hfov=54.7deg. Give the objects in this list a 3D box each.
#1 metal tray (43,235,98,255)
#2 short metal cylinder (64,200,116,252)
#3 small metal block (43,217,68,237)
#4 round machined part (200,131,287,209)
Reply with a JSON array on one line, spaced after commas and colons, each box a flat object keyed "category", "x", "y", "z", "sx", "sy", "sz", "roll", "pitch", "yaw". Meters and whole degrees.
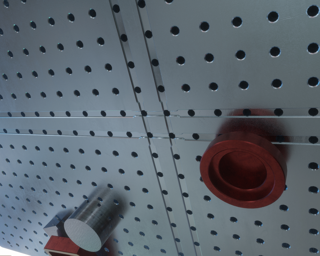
[{"category": "metal tray", "x": -0.173, "y": 0.279, "z": 0.650, "sx": 0.090, "sy": 0.030, "sz": 0.129, "roll": -2, "pitch": 130, "yaw": 23}, {"category": "short metal cylinder", "x": -0.129, "y": 0.181, "z": 0.575, "sx": 0.080, "sy": 0.050, "sz": 0.079, "roll": 13, "pitch": 124, "yaw": 21}, {"category": "small metal block", "x": -0.213, "y": 0.221, "z": 0.661, "sx": 0.050, "sy": 0.025, "sz": 0.050, "roll": -22, "pitch": 107, "yaw": 36}, {"category": "round machined part", "x": 0.102, "y": 0.046, "z": 0.375, "sx": 0.098, "sy": 0.042, "sz": 0.097, "roll": 13, "pitch": 124, "yaw": 21}]
